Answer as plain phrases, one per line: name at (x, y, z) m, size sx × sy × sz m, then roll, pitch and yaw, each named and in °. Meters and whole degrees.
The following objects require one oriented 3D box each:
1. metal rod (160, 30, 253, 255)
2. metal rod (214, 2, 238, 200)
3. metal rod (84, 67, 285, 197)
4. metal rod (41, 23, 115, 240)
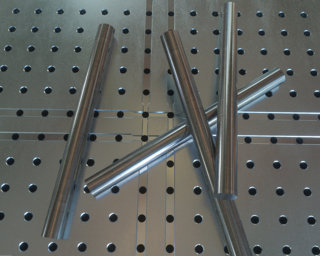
metal rod at (0.055, 0.018, 0.382) m, size 0.025 × 0.025 × 0.299 m, roll -16°, pitch 79°, yaw -6°
metal rod at (0.089, -0.055, 0.408) m, size 0.025 × 0.025 × 0.300 m, roll 7°, pitch 61°, yaw 2°
metal rod at (0.041, 0.000, 0.411) m, size 0.301 × 0.025 × 0.025 m, roll -30°, pitch 73°, yaw -11°
metal rod at (-0.103, -0.010, 0.414) m, size 0.025 × 0.025 × 0.299 m, roll 8°, pitch 70°, yaw 3°
